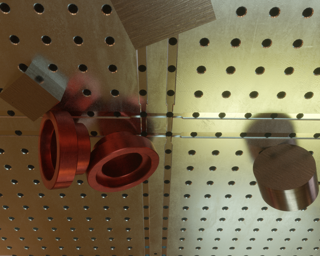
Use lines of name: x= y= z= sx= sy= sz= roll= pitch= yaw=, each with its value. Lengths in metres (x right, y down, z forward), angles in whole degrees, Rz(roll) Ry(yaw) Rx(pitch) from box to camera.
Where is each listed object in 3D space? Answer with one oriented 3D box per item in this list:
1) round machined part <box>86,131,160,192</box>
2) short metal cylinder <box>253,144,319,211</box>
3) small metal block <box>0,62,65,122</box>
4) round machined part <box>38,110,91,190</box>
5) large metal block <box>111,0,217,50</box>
round machined part: x=-0.054 y=0.042 z=0.421 sx=0.099 sy=0.042 sz=0.097 roll=-16 pitch=142 yaw=-13
short metal cylinder: x=0.177 y=0.069 z=0.436 sx=0.080 sy=0.080 sz=0.050 roll=-17 pitch=128 yaw=14
small metal block: x=-0.154 y=-0.042 z=0.374 sx=0.050 sy=0.025 sz=0.050 roll=-31 pitch=124 yaw=23
round machined part: x=-0.120 y=0.027 z=0.392 sx=0.042 sy=0.098 sz=0.097 roll=1 pitch=136 yaw=-35
large metal block: x=-0.001 y=-0.130 z=0.284 sx=0.080 sy=0.050 sz=0.080 roll=-17 pitch=128 yaw=14
